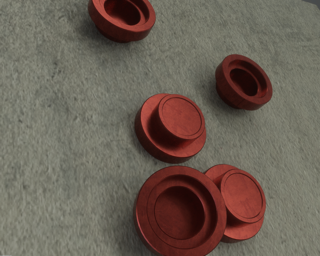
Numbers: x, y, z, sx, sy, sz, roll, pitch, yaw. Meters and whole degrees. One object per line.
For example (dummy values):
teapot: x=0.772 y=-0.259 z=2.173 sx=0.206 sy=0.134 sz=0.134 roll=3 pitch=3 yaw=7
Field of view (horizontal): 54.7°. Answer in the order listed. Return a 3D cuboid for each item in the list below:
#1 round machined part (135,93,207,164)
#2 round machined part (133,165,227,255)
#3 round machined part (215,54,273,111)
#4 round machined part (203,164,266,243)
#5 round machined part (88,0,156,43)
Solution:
round machined part: x=0.020 y=-0.006 z=0.409 sx=0.099 sy=0.042 sz=0.098 roll=14 pitch=56 yaw=-21
round machined part: x=0.019 y=0.094 z=0.339 sx=0.099 sy=0.042 sz=0.098 roll=7 pitch=62 yaw=-12
round machined part: x=0.132 y=-0.070 z=0.509 sx=0.099 sy=0.042 sz=0.098 roll=14 pitch=56 yaw=-21
round machined part: x=0.093 y=0.090 z=0.390 sx=0.099 sy=0.042 sz=0.098 roll=14 pitch=56 yaw=-21
round machined part: x=-0.060 y=-0.167 z=0.464 sx=0.099 sy=0.042 sz=0.098 roll=14 pitch=56 yaw=-21
